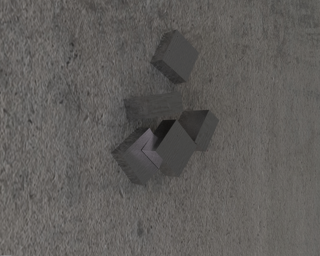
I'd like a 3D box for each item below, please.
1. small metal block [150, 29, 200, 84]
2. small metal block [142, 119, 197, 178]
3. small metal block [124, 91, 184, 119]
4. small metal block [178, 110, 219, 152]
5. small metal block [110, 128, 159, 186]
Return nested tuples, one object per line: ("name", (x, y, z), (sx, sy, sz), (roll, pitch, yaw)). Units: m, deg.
("small metal block", (0.021, -0.096, 0.422), (0.050, 0.025, 0.050), (37, 68, -34))
("small metal block", (0.013, 0.025, 0.383), (0.050, 0.025, 0.050), (51, 58, -29))
("small metal block", (-0.008, -0.028, 0.381), (0.050, 0.050, 0.025), (-14, 99, -39))
("small metal block", (0.046, 0.003, 0.427), (0.025, 0.050, 0.050), (41, 65, -33))
("small metal block", (-0.024, 0.035, 0.384), (0.050, 0.025, 0.050), (-46, 118, -30))
